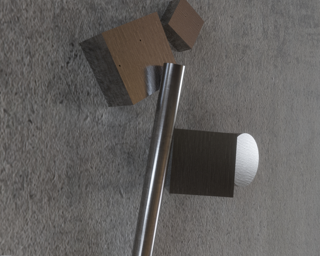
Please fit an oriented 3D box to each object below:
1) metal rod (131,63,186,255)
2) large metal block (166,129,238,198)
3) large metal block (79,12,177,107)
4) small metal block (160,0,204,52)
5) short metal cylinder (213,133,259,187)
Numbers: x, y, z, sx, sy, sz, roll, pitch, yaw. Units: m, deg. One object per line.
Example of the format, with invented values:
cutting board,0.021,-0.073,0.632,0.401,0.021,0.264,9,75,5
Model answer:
metal rod,-0.008,0.075,0.362,0.025,0.025,0.298,4,98,-40
large metal block,0.052,0.045,0.408,0.081,0.050,0.080,5,86,-6
large metal block,-0.032,-0.079,0.361,0.081,0.050,0.080,-36,112,-34
small metal block,0.029,-0.143,0.428,0.050,0.025,0.050,37,67,-34
short metal cylinder,0.108,0.047,0.477,0.081,0.050,0.079,-1,91,-43
